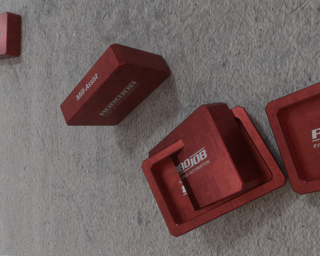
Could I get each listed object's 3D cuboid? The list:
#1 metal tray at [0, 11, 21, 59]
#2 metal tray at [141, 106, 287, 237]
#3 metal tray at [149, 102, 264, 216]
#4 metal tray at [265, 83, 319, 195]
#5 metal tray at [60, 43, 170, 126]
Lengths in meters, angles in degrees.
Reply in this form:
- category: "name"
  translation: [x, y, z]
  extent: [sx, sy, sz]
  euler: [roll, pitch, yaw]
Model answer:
- category: "metal tray"
  translation: [-0.360, -0.204, 0.700]
  extent: [0.130, 0.030, 0.089]
  euler: [5, 93, 39]
- category: "metal tray"
  translation: [0.054, 0.048, 0.332]
  extent: [0.130, 0.030, 0.090]
  euler: [-32, 69, 16]
- category: "metal tray"
  translation: [0.041, 0.041, 0.344]
  extent: [0.129, 0.030, 0.090]
  euler: [-44, 62, 50]
- category: "metal tray"
  translation: [0.168, -0.001, 0.262]
  extent: [0.130, 0.030, 0.090]
  euler: [-24, 75, 37]
- category: "metal tray"
  translation: [-0.060, -0.050, 0.412]
  extent: [0.129, 0.091, 0.030]
  euler: [-40, 66, 33]
